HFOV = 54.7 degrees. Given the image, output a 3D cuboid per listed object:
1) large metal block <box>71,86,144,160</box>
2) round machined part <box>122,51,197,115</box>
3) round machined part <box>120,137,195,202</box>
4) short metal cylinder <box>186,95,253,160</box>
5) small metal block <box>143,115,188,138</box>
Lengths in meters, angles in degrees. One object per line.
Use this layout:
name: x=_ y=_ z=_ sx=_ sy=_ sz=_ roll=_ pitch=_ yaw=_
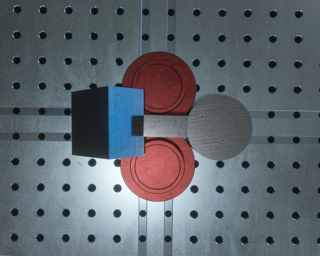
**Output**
large metal block: x=-0.065 y=-0.006 z=0.380 sx=0.050 sy=0.080 sz=0.080 roll=-1 pitch=90 yaw=-45
round machined part: x=-0.001 y=-0.052 z=0.405 sx=0.099 sy=0.042 sz=0.097 roll=0 pitch=90 yaw=0
round machined part: x=-0.003 y=0.048 z=0.405 sx=0.099 sy=0.042 sz=0.097 roll=0 pitch=90 yaw=0
short metal cylinder: x=0.072 y=-0.001 z=0.400 sx=0.081 sy=0.050 sz=0.080 roll=0 pitch=90 yaw=0
small metal block: x=0.007 y=-0.002 z=0.379 sx=0.050 sy=0.050 sz=0.025 roll=1 pitch=90 yaw=0
